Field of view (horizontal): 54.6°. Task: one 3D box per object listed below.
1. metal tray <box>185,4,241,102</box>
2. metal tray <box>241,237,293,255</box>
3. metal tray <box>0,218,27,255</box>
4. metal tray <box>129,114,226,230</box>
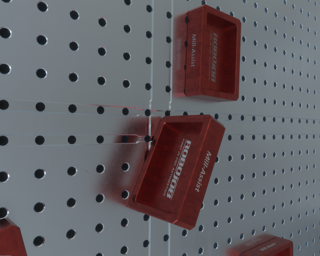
[{"bbox_3d":[0.083,-0.109,0.473,0.091,0.030,0.129,4,88,-40],"label":"metal tray"},{"bbox_3d":[0.200,0.264,0.571,0.131,0.030,0.090,-1,91,-40],"label":"metal tray"},{"bbox_3d":[-0.178,0.144,0.257,0.131,0.030,0.090,-18,101,-38],"label":"metal tray"},{"bbox_3d":[0.020,0.048,0.382,0.030,0.090,0.130,33,70,-35],"label":"metal tray"}]
